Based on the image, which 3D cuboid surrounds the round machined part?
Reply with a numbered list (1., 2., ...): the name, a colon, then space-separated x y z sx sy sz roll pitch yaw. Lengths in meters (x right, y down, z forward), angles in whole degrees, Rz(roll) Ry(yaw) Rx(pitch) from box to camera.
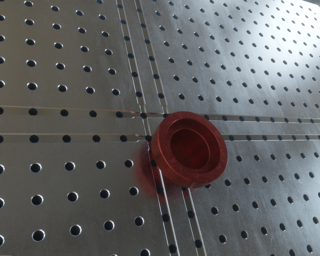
1. round machined part: 0.034 0.030 0.396 0.099 0.042 0.098 13 56 -21
